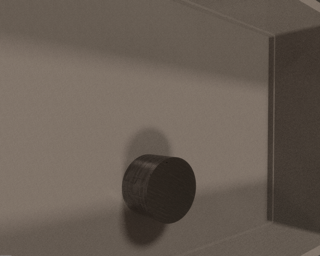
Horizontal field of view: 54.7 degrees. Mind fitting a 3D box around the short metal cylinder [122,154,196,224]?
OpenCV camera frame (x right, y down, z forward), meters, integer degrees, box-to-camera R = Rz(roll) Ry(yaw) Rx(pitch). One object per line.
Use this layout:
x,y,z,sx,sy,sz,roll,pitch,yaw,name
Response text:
0.000,0.075,0.392,0.081,0.050,0.079,0,90,-40,short metal cylinder
